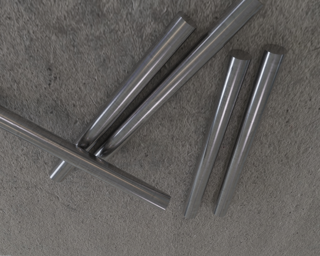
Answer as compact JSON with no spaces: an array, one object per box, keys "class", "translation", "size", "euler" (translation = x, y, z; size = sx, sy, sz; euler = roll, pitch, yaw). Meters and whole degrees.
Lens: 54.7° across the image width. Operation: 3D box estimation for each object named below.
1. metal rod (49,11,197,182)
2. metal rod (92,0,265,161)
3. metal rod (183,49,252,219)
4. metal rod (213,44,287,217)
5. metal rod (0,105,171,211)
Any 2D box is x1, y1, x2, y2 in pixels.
[{"class":"metal rod","translation":[-0.063,-0.019,0.389],"size":[0.025,0.025,0.299],"euler":[30,124,-23]},{"class":"metal rod","translation":[-0.002,-0.038,0.374],"size":[0.025,0.025,0.299],"euler":[32,123,-24]},{"class":"metal rod","translation":[0.070,0.032,0.434],"size":[0.025,0.025,0.298],"euler":[5,130,-5]},{"class":"metal rod","translation":[0.113,0.028,0.431],"size":[0.025,0.025,0.298],"euler":[3,130,-3]},{"class":"metal rod","translation":[-0.119,0.031,0.400],"size":[0.301,0.025,0.025],"euler":[30,124,-12]}]
